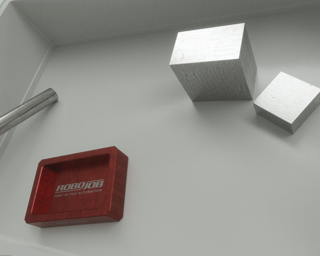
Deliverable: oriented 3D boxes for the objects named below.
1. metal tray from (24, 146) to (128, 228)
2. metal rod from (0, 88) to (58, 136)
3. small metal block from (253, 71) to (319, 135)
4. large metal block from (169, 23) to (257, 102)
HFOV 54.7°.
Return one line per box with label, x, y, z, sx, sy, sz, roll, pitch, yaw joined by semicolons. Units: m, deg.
metal tray;-0.109;0.079;0.409;0.130;0.030;0.090;-11;57;21
metal rod;-0.275;0.023;0.450;0.025;0.025;0.302;17;44;34
small metal block;0.143;-0.029;0.348;0.050;0.025;0.050;-47;52;-5
large metal block;0.069;-0.076;0.380;0.080;0.080;0.050;1;62;28
